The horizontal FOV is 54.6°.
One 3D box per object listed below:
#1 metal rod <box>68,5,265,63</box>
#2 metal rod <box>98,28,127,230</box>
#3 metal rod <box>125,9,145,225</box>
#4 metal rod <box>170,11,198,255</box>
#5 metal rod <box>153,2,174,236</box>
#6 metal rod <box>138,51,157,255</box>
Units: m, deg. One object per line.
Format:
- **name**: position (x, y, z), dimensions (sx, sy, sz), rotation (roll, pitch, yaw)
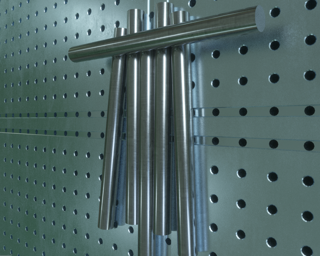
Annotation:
- **metal rod**: position (-0.019, -0.110, 0.393), dimensions (0.300, 0.025, 0.025), rotation (3, 92, 40)
- **metal rod**: position (-0.069, 0.004, 0.466), dimensions (0.025, 0.025, 0.298), rotation (9, 96, 40)
- **metal rod**: position (-0.035, -0.015, 0.440), dimensions (0.025, 0.025, 0.298), rotation (1, 91, 40)
- **metal rod**: position (0.030, 0.006, 0.386), dimensions (0.025, 0.025, 0.298), rotation (-3, 88, 40)
- **metal rod**: position (0.004, -0.011, 0.408), dimensions (0.025, 0.025, 0.298), rotation (1, 91, 40)
- **metal rod**: position (-0.017, 0.041, 0.424), dimensions (0.025, 0.025, 0.298), rotation (1, 91, 40)
